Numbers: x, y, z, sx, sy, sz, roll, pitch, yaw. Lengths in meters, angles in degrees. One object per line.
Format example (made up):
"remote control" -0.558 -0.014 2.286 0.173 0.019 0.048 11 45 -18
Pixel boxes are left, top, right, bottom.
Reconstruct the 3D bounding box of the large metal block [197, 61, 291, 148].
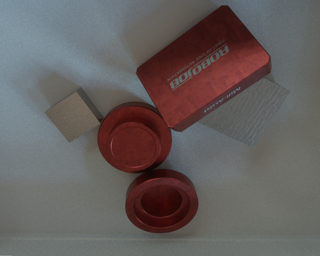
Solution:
"large metal block" 0.097 -0.034 0.387 0.080 0.050 0.080 24 108 -9

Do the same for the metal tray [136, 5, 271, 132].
"metal tray" 0.048 -0.067 0.358 0.130 0.030 0.090 -34 68 11

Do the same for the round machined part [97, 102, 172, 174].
"round machined part" -0.033 0.018 0.408 0.099 0.042 0.097 0 110 -1

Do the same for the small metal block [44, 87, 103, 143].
"small metal block" -0.111 -0.017 0.404 0.050 0.025 0.050 -31 108 10

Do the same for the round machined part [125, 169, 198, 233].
"round machined part" 0.001 0.097 0.433 0.099 0.042 0.097 -2 118 -4
